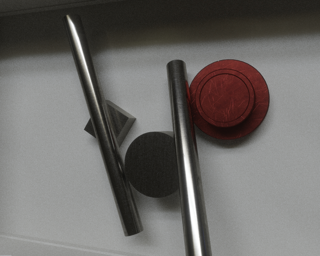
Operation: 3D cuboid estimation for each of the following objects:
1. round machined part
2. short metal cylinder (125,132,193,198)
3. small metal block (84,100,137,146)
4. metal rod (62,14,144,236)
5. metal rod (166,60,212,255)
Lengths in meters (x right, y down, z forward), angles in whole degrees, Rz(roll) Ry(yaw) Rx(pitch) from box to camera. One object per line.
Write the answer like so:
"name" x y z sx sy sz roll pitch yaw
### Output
"round machined part" 0.080 -0.034 0.373 0.098 0.042 0.097 0 90 19
"short metal cylinder" 0.002 0.044 0.396 0.080 0.050 0.079 0 90 19
"small metal block" -0.070 -0.006 0.434 0.050 0.025 0.050 33 101 16
"metal rod" -0.077 -0.008 0.409 0.025 0.025 0.299 -19 84 18
"metal rod" 0.032 0.054 0.331 0.025 0.025 0.299 -14 62 19
